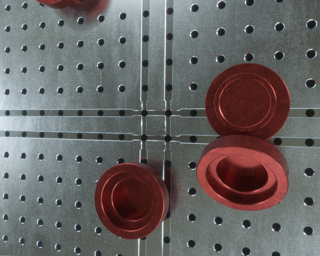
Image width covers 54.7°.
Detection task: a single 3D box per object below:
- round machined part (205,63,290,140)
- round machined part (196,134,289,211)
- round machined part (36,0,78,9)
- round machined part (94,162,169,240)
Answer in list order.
[{"bbox_3d":[0.102,-0.029,0.367,0.098,0.042,0.097,0,90,19],"label":"round machined part"},{"bbox_3d":[0.094,0.046,0.354,0.098,0.042,0.097,12,130,15],"label":"round machined part"},{"bbox_3d":[-0.145,-0.223,0.453,0.098,0.042,0.097,0,90,19],"label":"round machined part"},{"bbox_3d":[-0.034,0.094,0.415,0.098,0.042,0.097,0,90,19],"label":"round machined part"}]
